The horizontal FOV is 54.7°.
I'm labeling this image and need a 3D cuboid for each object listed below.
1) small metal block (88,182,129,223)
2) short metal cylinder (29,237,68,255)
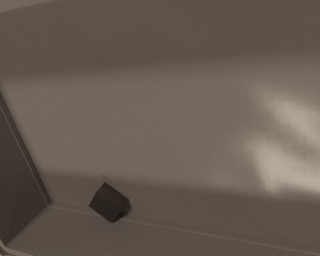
[{"bbox_3d":[-0.089,0.129,0.533,0.050,0.025,0.050,36,129,4],"label":"small metal block"},{"bbox_3d":[-0.252,0.288,0.683,0.080,0.080,0.050,-30,102,37],"label":"short metal cylinder"}]
